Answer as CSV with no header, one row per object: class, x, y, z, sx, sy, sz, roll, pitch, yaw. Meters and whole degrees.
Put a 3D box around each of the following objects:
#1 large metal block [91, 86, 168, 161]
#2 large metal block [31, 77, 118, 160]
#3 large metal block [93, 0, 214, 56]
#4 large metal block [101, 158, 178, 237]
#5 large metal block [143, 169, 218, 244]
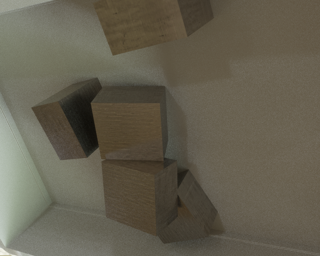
large metal block,-0.034,-0.006,0.392,0.080,0.050,0.079,1,120,8
large metal block,-0.110,-0.013,0.421,0.050,0.080,0.080,-8,115,32
large metal block,-0.002,-0.114,0.303,0.080,0.080,0.050,-5,116,30
large metal block,-0.025,0.079,0.398,0.080,0.050,0.079,9,109,32
large metal block,0.023,0.116,0.451,0.080,0.050,0.080,-25,106,36
